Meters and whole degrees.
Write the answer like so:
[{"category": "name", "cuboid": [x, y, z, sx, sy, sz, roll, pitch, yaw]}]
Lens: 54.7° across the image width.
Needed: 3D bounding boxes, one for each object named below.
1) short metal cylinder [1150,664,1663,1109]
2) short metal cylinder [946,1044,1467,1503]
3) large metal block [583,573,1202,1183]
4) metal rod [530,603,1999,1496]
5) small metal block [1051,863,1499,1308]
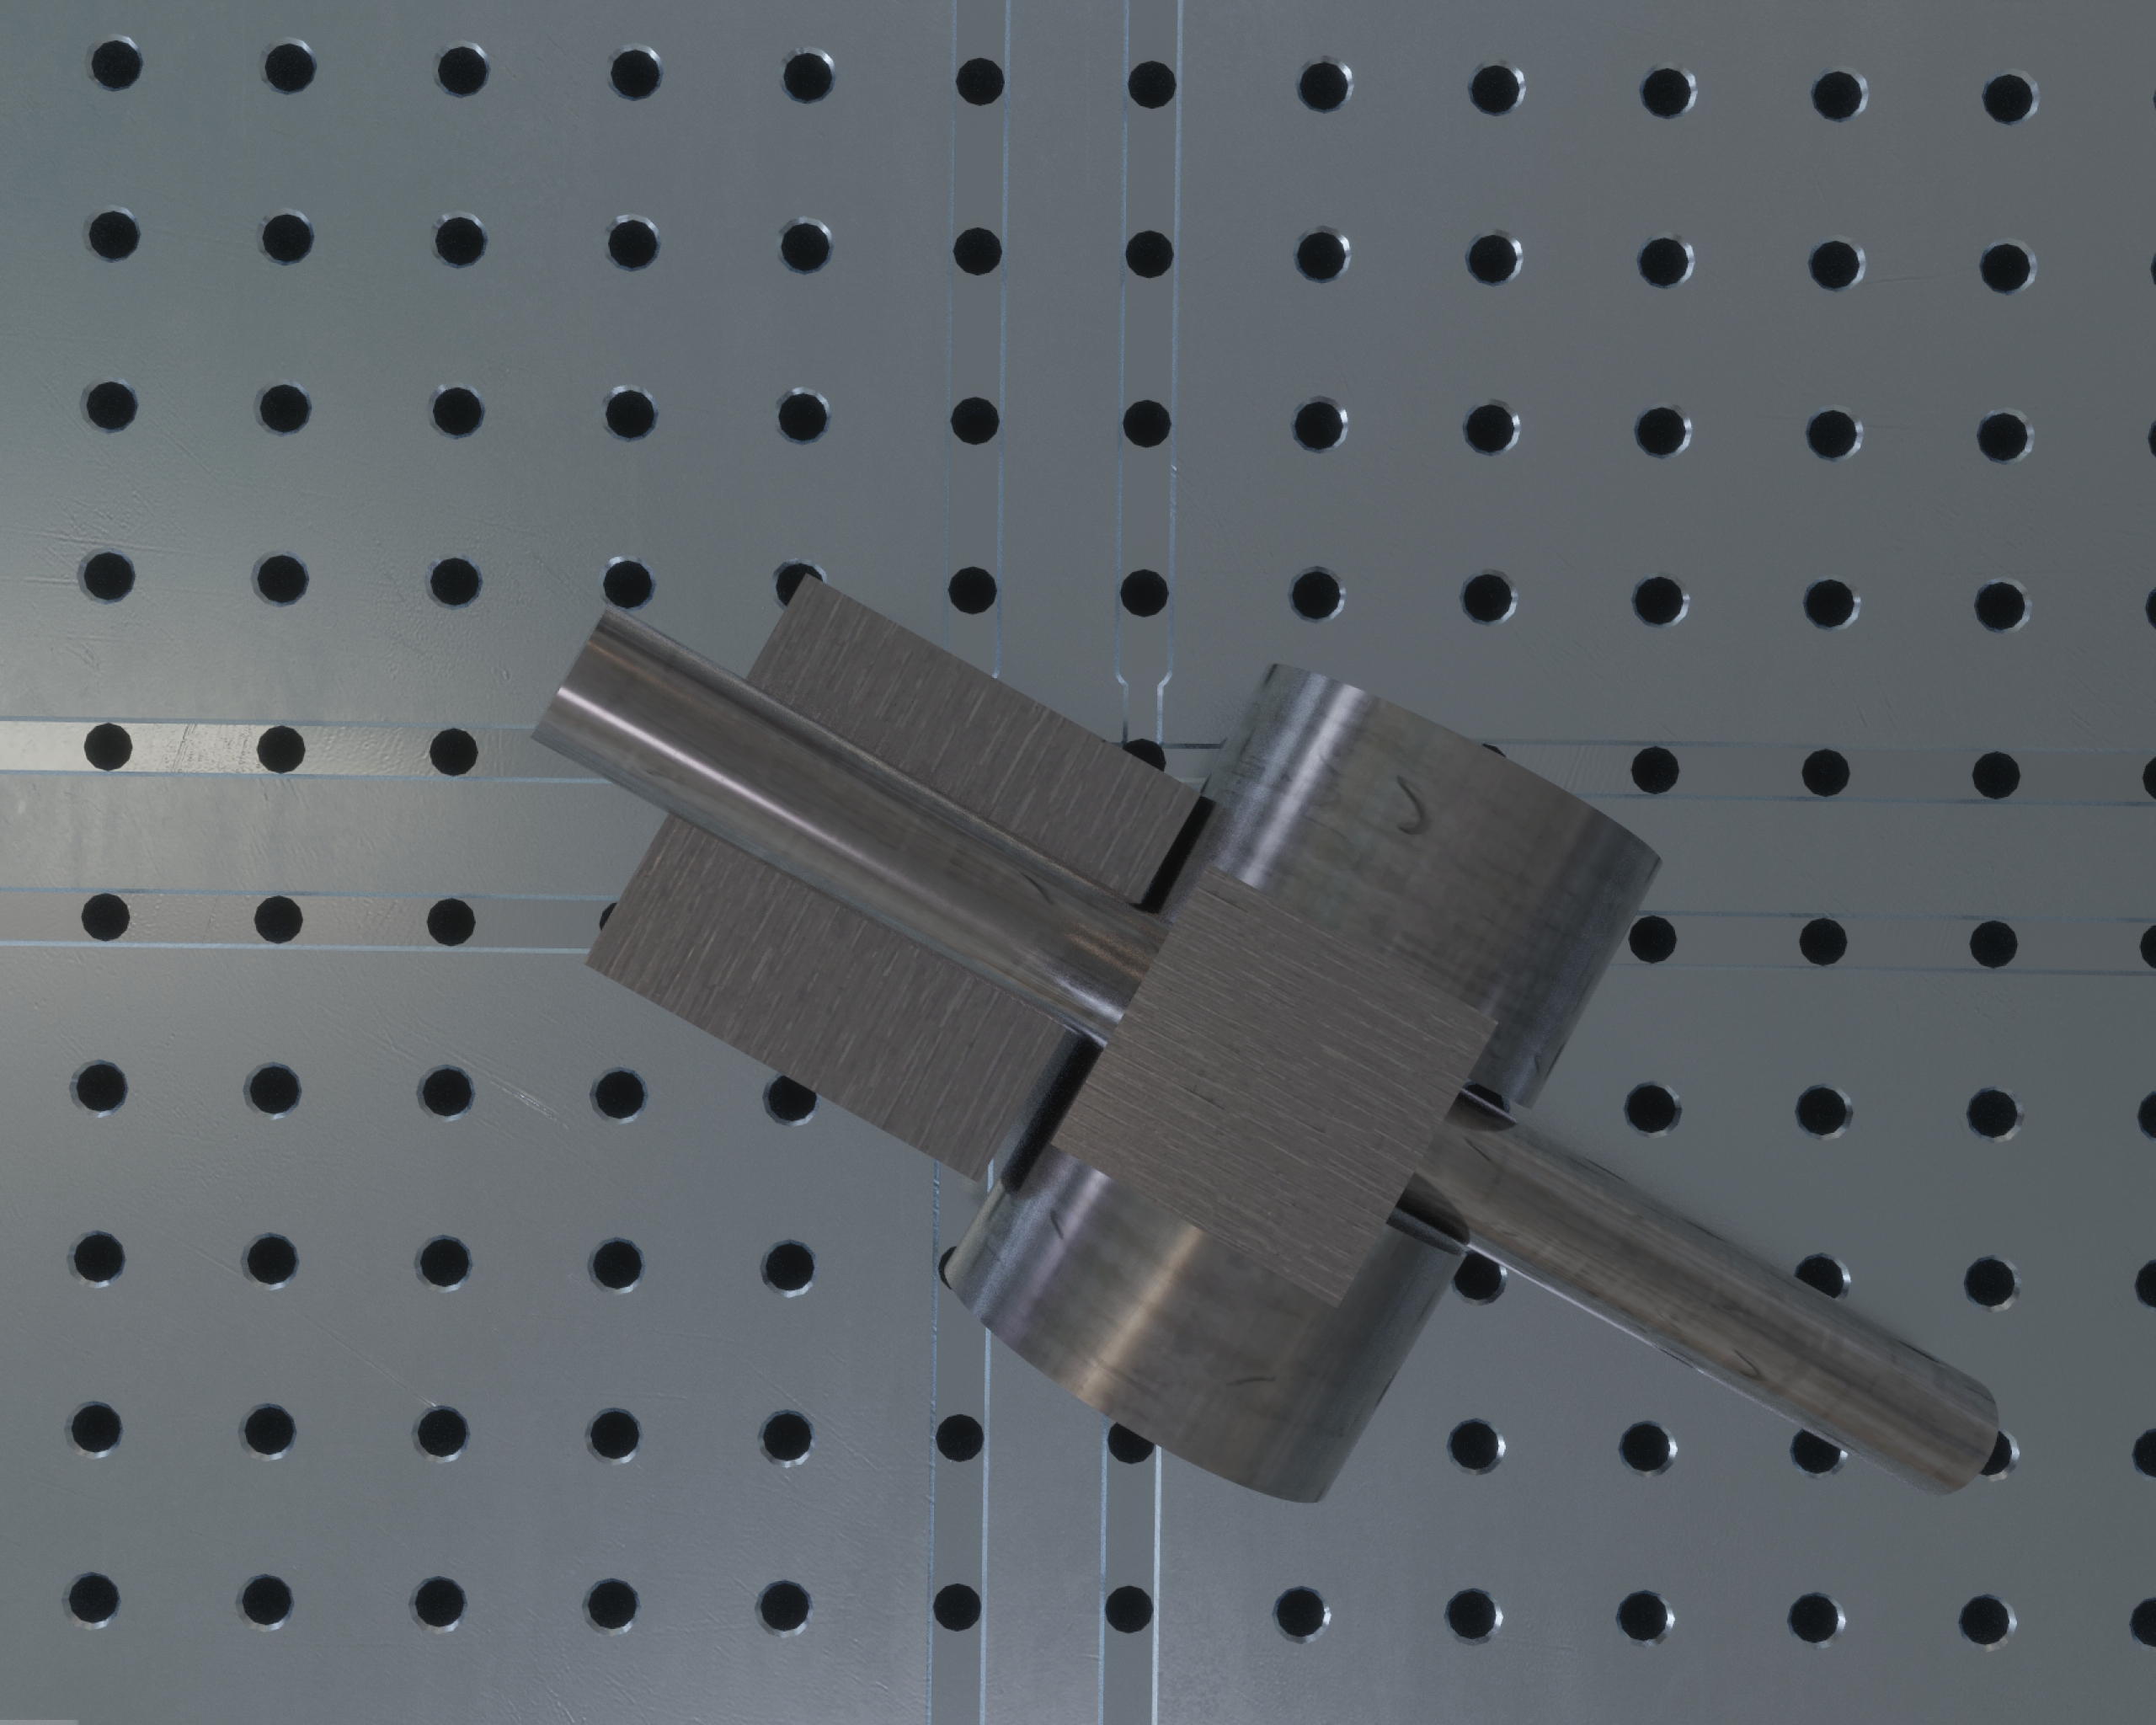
[{"category": "short metal cylinder", "cuboid": [0.059, 0.004, 0.383, 0.080, 0.080, 0.050, 28, 90, 0]}, {"category": "short metal cylinder", "cuboid": [0.023, 0.072, 0.382, 0.080, 0.080, 0.050, 30, 90, 0]}, {"category": "large metal block", "cuboid": [-0.033, 0.003, 0.395, 0.080, 0.050, 0.080, 29, 90, 0]}, {"category": "metal rod", "cuboid": [0.046, 0.041, 0.371, 0.301, 0.025, 0.025, 30, 90, -16]}, {"category": "small metal block", "cuboid": [0.031, 0.035, 0.331, 0.050, 0.025, 0.050, 29, 90, 8]}]
